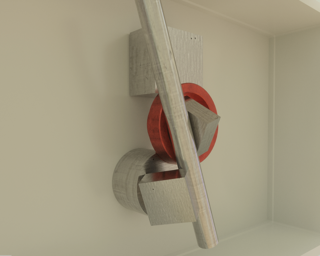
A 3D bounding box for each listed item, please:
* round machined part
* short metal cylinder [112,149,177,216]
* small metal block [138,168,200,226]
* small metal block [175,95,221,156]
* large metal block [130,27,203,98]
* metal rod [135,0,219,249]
[{"bbox_3d":[0.023,-0.004,0.377,0.099,0.042,0.097,0,90,-40],"label":"round machined part"},{"bbox_3d":[-0.011,0.066,0.382,0.081,0.050,0.079,0,90,-40],"label":"short metal cylinder"},{"bbox_3d":[0.011,0.074,0.331,0.025,0.050,0.050,-47,124,-69],"label":"small metal block"},{"bbox_3d":[0.036,-0.002,0.358,0.025,0.050,0.050,-25,141,-41],"label":"small metal block"},{"bbox_3d":[0.009,-0.080,0.396,0.081,0.050,0.079,0,90,-40],"label":"large metal block"},{"bbox_3d":[0.019,-0.007,0.332,0.025,0.025,0.298,-25,106,-38],"label":"metal rod"}]
